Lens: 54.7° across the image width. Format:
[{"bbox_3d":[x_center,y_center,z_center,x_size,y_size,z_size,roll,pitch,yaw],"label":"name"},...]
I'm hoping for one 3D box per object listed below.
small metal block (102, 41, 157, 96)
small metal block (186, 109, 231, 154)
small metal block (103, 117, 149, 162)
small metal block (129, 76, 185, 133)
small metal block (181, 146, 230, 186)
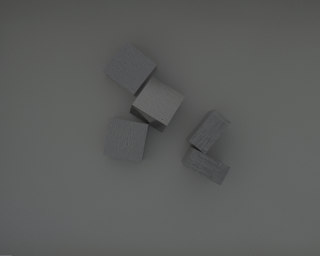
[{"bbox_3d":[-0.039,-0.077,0.411,0.050,0.025,0.050,37,90,0],"label":"small metal block"},{"bbox_3d":[0.061,0.004,0.399,0.025,0.050,0.050,39,90,0],"label":"small metal block"},{"bbox_3d":[-0.044,0.015,0.411,0.050,0.025,0.050,10,90,0],"label":"small metal block"},{"bbox_3d":[-0.004,-0.030,0.402,0.050,0.025,0.050,32,65,0],"label":"small metal block"},{"bbox_3d":[0.057,0.047,0.399,0.050,0.050,0.025,28,90,0],"label":"small metal block"}]
